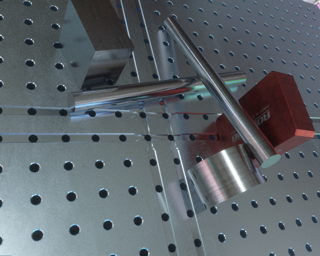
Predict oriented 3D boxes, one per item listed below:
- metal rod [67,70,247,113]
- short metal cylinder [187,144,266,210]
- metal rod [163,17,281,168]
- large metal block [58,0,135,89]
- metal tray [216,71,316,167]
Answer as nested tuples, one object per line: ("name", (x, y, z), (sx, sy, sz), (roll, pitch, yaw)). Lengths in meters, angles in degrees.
("metal rod", (0.017, -0.059, 0.453), (0.303, 0.025, 0.025), (-13, 69, -34))
("short metal cylinder", (0.080, 0.060, 0.379), (0.081, 0.080, 0.050), (-13, 69, -34))
("metal rod", (0.072, -0.070, 0.439), (0.025, 0.025, 0.299), (-2, 47, -29))
("large metal block", (-0.084, -0.104, 0.391), (0.050, 0.080, 0.080), (-15, 70, -34))
("metal tray", (0.131, -0.002, 0.412), (0.030, 0.129, 0.090), (7, 59, -25))
